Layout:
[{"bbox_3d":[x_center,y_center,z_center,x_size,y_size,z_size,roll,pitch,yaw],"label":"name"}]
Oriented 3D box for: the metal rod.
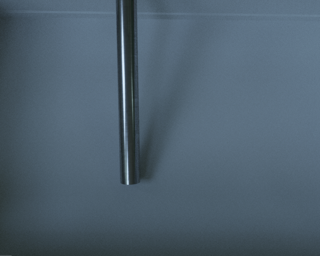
[{"bbox_3d":[-0.039,-0.081,0.374,0.025,0.025,0.298,-1,95,0],"label":"metal rod"}]
